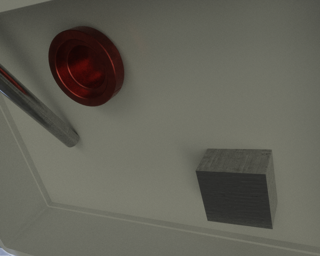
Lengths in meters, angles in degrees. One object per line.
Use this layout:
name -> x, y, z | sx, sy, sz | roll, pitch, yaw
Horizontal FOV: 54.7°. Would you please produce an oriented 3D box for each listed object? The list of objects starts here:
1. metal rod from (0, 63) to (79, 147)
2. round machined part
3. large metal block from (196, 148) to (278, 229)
metal rod -> -0.186, -0.054, 0.375 | 0.025, 0.025, 0.300 | 7, 153, 24
round machined part -> -0.088, -0.080, 0.393 | 0.098, 0.042, 0.097 | 13, 124, 20
large metal block -> 0.098, 0.073, 0.386 | 0.080, 0.050, 0.080 | -1, 118, 28
